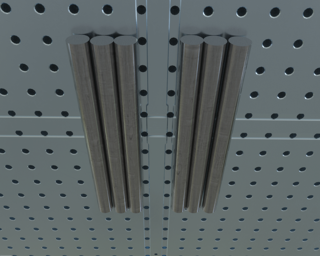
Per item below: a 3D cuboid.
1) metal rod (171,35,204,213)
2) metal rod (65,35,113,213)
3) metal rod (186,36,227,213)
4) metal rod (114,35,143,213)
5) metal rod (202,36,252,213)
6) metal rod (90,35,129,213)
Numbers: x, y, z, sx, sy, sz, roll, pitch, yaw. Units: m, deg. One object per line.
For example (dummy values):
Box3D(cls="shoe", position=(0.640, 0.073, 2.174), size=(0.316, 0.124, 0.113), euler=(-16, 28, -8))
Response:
Box3D(cls="metal rod", position=(0.033, 0.019, 0.427), size=(0.025, 0.025, 0.298), euler=(0, 130, -1))
Box3D(cls="metal rod", position=(-0.089, 0.019, 0.426), size=(0.025, 0.025, 0.298), euler=(0, 130, -1))
Box3D(cls="metal rod", position=(0.058, 0.020, 0.428), size=(0.025, 0.025, 0.298), euler=(0, 130, -1))
Box3D(cls="metal rod", position=(-0.038, 0.020, 0.427), size=(0.025, 0.025, 0.298), euler=(0, 130, -1))
Box3D(cls="metal rod", position=(0.084, 0.020, 0.429), size=(0.025, 0.025, 0.298), euler=(0, 130, -1))
Box3D(cls="metal rod", position=(-0.064, 0.020, 0.427), size=(0.025, 0.025, 0.298), euler=(0, 130, -1))
